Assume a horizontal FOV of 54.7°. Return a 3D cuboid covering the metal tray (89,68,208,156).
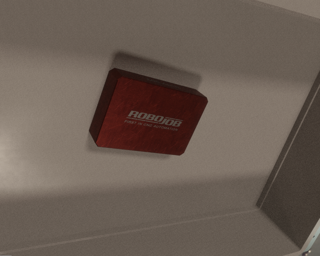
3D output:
[{"bbox_3d":[-0.012,-0.015,0.391,0.131,0.030,0.089,9,114,-33],"label":"metal tray"}]
